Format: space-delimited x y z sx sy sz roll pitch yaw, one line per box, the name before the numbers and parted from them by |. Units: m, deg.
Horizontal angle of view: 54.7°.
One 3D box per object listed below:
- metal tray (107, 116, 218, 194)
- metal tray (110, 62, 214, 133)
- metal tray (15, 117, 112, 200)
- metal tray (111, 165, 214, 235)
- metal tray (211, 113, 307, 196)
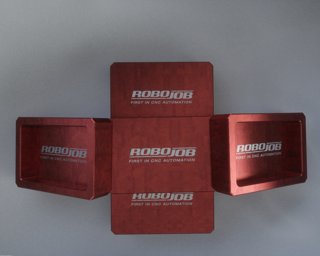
metal tray | 0.003 0.032 0.377 0.131 0.030 0.089 -1 90 -1
metal tray | 0.003 -0.039 0.406 0.131 0.030 0.089 0 90 -1
metal tray | -0.120 0.032 0.376 0.130 0.030 0.089 2 91 29
metal tray | 0.003 0.090 0.406 0.131 0.030 0.089 0 90 -1
metal tray | 0.124 0.027 0.377 0.131 0.030 0.089 -2 91 -30
